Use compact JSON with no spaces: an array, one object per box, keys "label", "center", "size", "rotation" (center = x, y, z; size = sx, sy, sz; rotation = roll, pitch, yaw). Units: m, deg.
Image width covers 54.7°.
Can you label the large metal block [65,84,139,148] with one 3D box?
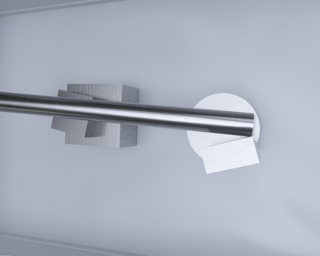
[{"label":"large metal block","center":[-0.078,-0.017,0.420],"size":[0.080,0.050,0.079],"rotation":[3,91,19]}]

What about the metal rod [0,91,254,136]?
[{"label":"metal rod","center":[-0.051,-0.018,0.351],"size":[0.301,0.025,0.025],"rotation":[6,92,11]}]

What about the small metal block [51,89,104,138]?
[{"label":"small metal block","center":[-0.104,-0.018,0.391],"size":[0.050,0.025,0.050],"rotation":[14,94,19]}]

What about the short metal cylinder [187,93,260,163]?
[{"label":"short metal cylinder","center":[0.077,0.001,0.368],"size":[0.080,0.050,0.079],"rotation":[0,90,19]}]

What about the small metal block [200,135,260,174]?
[{"label":"small metal block","center":[0.073,0.026,0.315],"size":[0.050,0.050,0.025],"rotation":[-15,85,19]}]
